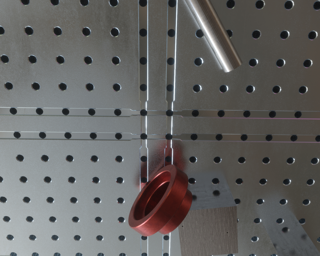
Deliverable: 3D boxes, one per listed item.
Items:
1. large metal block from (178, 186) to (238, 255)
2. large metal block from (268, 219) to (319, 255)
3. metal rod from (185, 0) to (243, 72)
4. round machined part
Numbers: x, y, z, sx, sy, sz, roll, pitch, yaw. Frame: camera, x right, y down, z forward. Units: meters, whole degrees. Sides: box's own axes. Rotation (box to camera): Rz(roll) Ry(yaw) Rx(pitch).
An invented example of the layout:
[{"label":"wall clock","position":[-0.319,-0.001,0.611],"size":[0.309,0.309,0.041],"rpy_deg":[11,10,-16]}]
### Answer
[{"label":"large metal block","position":[0.067,0.136,0.451],"size":[0.080,0.050,0.079],"rpy_deg":[-6,110,2]},{"label":"large metal block","position":[0.213,0.199,0.459],"size":[0.050,0.080,0.080],"rpy_deg":[-31,107,11]},{"label":"metal rod","position":[0.012,-0.195,0.341],"size":[0.025,0.025,0.299],"rpy_deg":[-30,108,10]},{"label":"round machined part","position":[0.005,0.100,0.412],"size":[0.042,0.098,0.098],"rpy_deg":[39,105,-13]}]
